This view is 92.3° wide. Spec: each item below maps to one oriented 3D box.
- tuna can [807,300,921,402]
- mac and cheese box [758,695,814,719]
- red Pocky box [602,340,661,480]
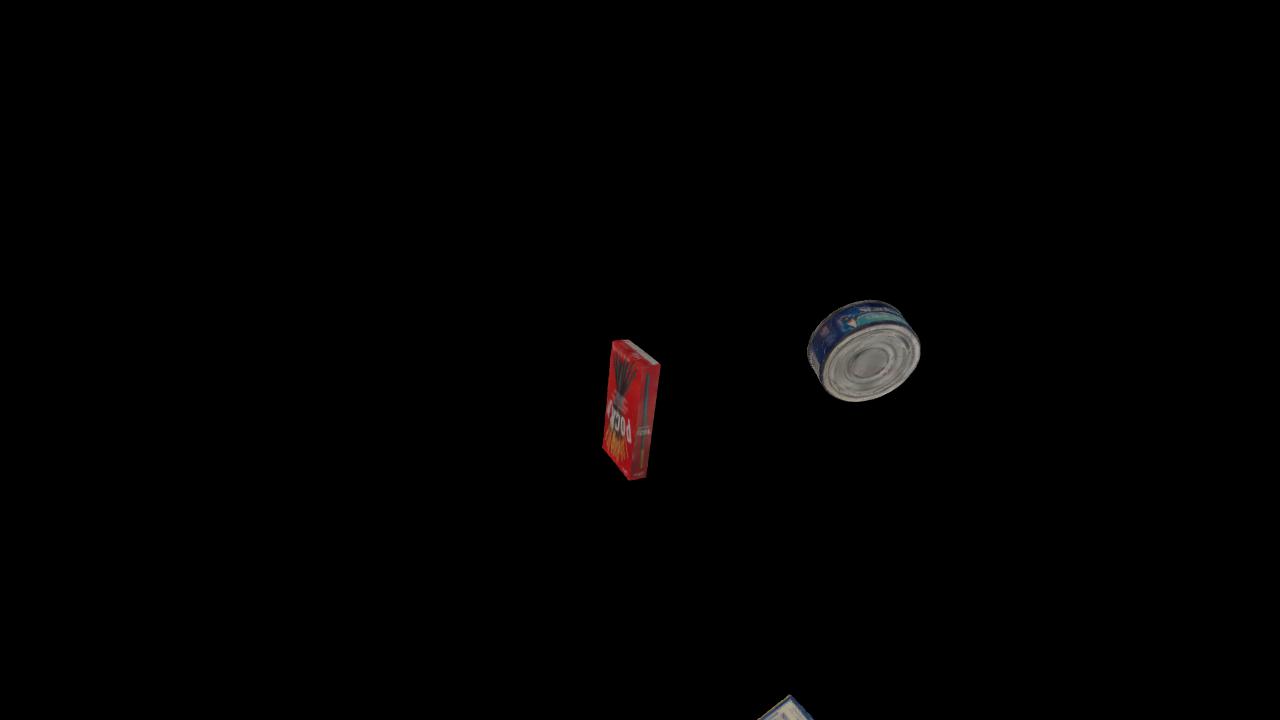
[{"bbox_3d":[0.183,-0.006,0.505,0.084,0.084,0.034,0,38,-8],"label":"tuna can"},{"bbox_3d":[0.118,0.358,0.484,0.093,0.184,0.041,-31,26,-16],"label":"mac and cheese box"},{"bbox_3d":[-0.013,0.061,0.750,0.028,0.155,0.083,-6,25,-29],"label":"red Pocky box"}]
